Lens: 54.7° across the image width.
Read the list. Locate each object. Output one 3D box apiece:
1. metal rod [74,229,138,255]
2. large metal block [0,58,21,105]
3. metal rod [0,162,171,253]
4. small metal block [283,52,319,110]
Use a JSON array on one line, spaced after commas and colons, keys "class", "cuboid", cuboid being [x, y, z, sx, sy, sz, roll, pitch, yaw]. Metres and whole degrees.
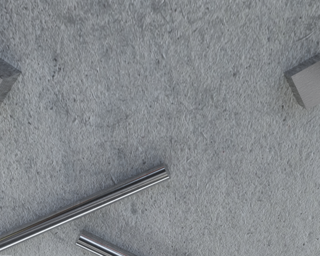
[{"class": "metal rod", "cuboid": [0.004, 0.240, 0.498, 0.301, 0.025, 0.025, 30, 107, -11]}, {"class": "large metal block", "cuboid": [-0.233, -0.056, 0.373, 0.080, 0.050, 0.080, 36, 106, -13]}, {"class": "metal rod", "cuboid": [-0.125, 0.121, 0.452, 0.301, 0.025, 0.025, -25, 109, 8]}, {"class": "small metal block", "cuboid": [0.194, -0.059, 0.391, 0.050, 0.025, 0.050, -30, 108, 10]}]
